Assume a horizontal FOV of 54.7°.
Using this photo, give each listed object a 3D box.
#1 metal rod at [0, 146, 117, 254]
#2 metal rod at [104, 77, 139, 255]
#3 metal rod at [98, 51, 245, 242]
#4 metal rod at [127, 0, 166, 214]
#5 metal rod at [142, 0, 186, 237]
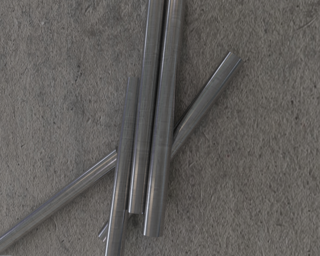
[{"bbox_3d":[-0.168,0.121,0.468,0.300,0.025,0.025,-37,78,16],"label":"metal rod"},{"bbox_3d":[-0.049,0.082,0.401,0.025,0.025,0.298,4,83,20],"label":"metal rod"},{"bbox_3d":[0.008,0.033,0.405,0.025,0.025,0.299,38,102,16],"label":"metal rod"},{"bbox_3d":[-0.015,-0.044,0.398,0.025,0.025,0.298,3,85,20],"label":"metal rod"},{"bbox_3d":[0.007,-0.021,0.385,0.025,0.025,0.298,4,83,20],"label":"metal rod"}]
